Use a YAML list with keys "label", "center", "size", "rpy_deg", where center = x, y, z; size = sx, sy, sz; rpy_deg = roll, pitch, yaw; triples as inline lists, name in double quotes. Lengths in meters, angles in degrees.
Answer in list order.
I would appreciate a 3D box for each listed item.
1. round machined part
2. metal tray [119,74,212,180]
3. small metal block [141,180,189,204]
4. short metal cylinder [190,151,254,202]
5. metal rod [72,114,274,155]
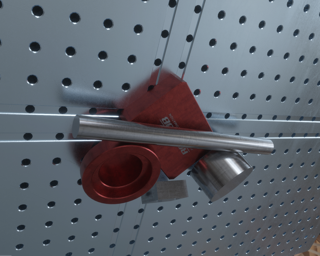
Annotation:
- label: "round machined part"
  center: [-0.052, 0.048, 0.396]
  size: [0.099, 0.042, 0.097]
  rpy_deg: [-11, 128, -15]
- label: "metal tray"
  center: [0.017, 0.003, 0.422]
  size: [0.090, 0.030, 0.130]
  rpy_deg: [-37, 130, -4]
- label: "small metal block"
  center: [0.006, 0.095, 0.457]
  size: [0.050, 0.025, 0.050]
  rpy_deg: [2, 161, -31]
- label: "short metal cylinder"
  center: [0.093, 0.067, 0.470]
  size: [0.080, 0.050, 0.080]
  rpy_deg: [-30, 154, -17]
- label: "metal rod"
  center: [0.040, 0.014, 0.402]
  size: [0.302, 0.025, 0.025]
  rpy_deg: [7, 115, -32]
